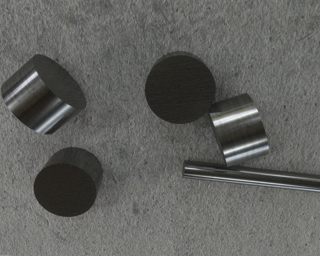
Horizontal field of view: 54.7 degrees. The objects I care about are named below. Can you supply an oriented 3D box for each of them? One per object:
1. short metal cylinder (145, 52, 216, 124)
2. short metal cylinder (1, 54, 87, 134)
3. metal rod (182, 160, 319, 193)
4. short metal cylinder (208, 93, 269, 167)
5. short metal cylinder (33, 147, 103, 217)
[{"bbox_3d":[0.024,-0.050,0.376,0.080,0.050,0.079,1,109,2],"label":"short metal cylinder"},{"bbox_3d":[-0.134,-0.039,0.365,0.050,0.080,0.080,-37,106,12],"label":"short metal cylinder"},{"bbox_3d":[0.183,0.074,0.438,0.302,0.025,0.025,7,110,-3],"label":"metal rod"},{"bbox_3d":[0.094,0.002,0.382,0.050,0.080,0.080,-19,109,6],"label":"short metal cylinder"},{"bbox_3d":[-0.122,0.073,0.422,0.081,0.050,0.079,0,110,0],"label":"short metal cylinder"}]
